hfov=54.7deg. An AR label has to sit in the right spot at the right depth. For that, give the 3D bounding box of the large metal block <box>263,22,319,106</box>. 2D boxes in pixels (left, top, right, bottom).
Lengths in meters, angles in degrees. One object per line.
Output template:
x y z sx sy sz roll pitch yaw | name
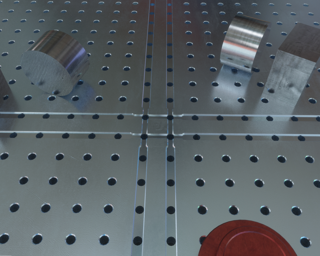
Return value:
0.199 -0.093 0.451 0.050 0.080 0.080 28 55 21 | large metal block

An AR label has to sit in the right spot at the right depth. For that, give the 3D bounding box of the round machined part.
0.084 0.131 0.287 0.099 0.042 0.098 0 50 0 | round machined part

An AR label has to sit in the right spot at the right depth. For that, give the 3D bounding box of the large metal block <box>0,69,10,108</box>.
-0.270 -0.047 0.429 0.081 0.050 0.080 0 50 0 | large metal block

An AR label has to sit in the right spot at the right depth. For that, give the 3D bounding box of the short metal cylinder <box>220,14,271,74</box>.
0.133 -0.131 0.483 0.050 0.080 0.080 23 54 18 | short metal cylinder

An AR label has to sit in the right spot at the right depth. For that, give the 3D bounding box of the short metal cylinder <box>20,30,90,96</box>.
-0.151 -0.093 0.449 0.080 0.080 0.050 14 52 12 | short metal cylinder
